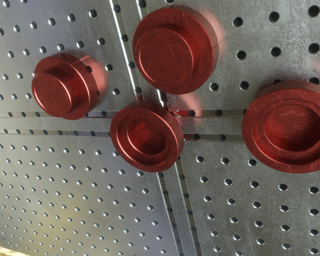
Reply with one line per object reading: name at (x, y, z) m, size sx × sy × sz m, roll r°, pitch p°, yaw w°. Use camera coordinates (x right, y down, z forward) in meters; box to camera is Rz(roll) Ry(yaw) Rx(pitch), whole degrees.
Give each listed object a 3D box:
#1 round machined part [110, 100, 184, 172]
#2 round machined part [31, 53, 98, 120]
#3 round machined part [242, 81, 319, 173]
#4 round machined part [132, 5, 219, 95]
round machined part at (-0.014, 0.007, 0.413) m, size 0.098 × 0.042 × 0.097 m, roll 13°, pitch 124°, yaw 21°
round machined part at (-0.142, -0.054, 0.443) m, size 0.098 × 0.042 × 0.097 m, roll 13°, pitch 124°, yaw 21°
round machined part at (0.139, -0.004, 0.324) m, size 0.098 × 0.042 × 0.097 m, roll 13°, pitch 124°, yaw 21°
round machined part at (0.012, -0.081, 0.344) m, size 0.098 × 0.042 × 0.097 m, roll 13°, pitch 124°, yaw 21°
